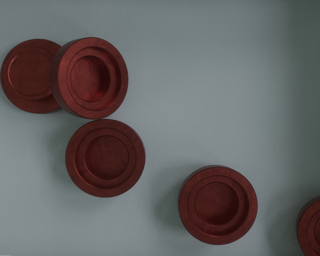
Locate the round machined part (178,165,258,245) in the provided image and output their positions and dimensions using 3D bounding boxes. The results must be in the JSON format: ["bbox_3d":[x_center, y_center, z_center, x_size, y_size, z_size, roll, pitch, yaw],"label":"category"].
[{"bbox_3d":[0.072,0.097,0.404,0.099,0.042,0.097,0,90,-1],"label":"round machined part"}]

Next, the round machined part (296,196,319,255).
[{"bbox_3d":[0.227,0.133,0.397,0.098,0.042,0.097,-1,88,17],"label":"round machined part"}]

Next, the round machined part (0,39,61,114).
[{"bbox_3d":[-0.158,-0.067,0.401,0.099,0.042,0.097,0,90,-1],"label":"round machined part"}]

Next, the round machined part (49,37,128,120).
[{"bbox_3d":[-0.091,-0.061,0.385,0.099,0.042,0.097,-9,102,-44],"label":"round machined part"}]

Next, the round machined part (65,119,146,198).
[{"bbox_3d":[-0.068,0.037,0.402,0.099,0.042,0.097,0,90,-1],"label":"round machined part"}]
